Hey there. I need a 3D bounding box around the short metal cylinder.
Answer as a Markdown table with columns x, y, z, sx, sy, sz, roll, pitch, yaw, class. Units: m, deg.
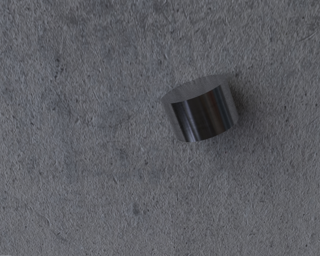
| x | y | z | sx | sy | sz | roll | pitch | yaw | class |
| --- | --- | --- | --- | --- | --- | --- | --- | --- | --- |
| 0.048 | -0.025 | 0.372 | 0.080 | 0.080 | 0.050 | -20 | 109 | 7 | short metal cylinder |
